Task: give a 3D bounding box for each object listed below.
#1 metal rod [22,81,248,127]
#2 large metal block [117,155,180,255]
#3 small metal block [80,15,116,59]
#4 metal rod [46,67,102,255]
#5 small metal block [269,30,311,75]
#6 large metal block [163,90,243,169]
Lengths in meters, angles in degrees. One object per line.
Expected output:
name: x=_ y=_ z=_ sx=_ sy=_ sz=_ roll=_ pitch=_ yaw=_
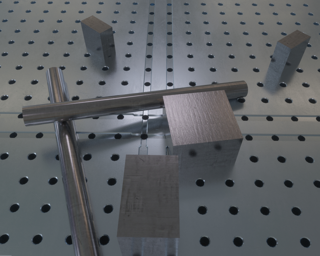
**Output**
metal rod: x=-0.021 y=-0.036 z=0.417 sx=0.302 sy=0.025 sz=0.025 roll=-9 pitch=50 yaw=-15
large metal block: x=-0.008 y=0.082 z=0.303 sx=0.050 sy=0.080 sz=0.080 roll=1 pitch=50 yaw=1
small metal block: x=-0.103 y=-0.152 z=0.518 sx=0.050 sy=0.050 sz=0.025 roll=36 pitch=59 yaw=26
metal rod: x=-0.114 y=0.025 z=0.385 sx=0.025 sy=0.025 sz=0.300 roll=-15 pitch=52 yaw=-12
small metal block: x=0.206 y=-0.121 z=0.494 sx=0.050 sy=0.050 sz=0.025 roll=-32 pitch=57 yaw=-24
large metal block: x=0.049 y=0.001 z=0.391 sx=0.081 sy=0.050 sz=0.080 roll=-6 pitch=50 yaw=-5
